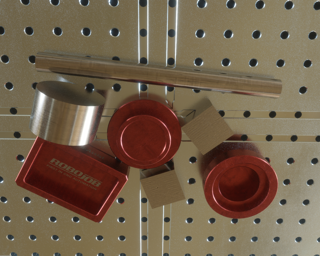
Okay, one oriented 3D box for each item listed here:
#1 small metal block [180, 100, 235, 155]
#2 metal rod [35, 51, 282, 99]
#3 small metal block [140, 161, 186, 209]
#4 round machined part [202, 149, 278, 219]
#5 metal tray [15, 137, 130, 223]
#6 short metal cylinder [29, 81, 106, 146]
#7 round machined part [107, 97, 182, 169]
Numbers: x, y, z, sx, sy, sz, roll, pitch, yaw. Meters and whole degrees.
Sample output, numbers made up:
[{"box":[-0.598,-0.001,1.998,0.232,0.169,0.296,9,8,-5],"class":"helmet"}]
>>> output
[{"box":[0.062,-0.001,0.414,0.050,0.025,0.050,-36,106,12],"class":"small metal block"},{"box":[0.001,-0.066,0.388,0.302,0.025,0.025,6,110,-3],"class":"metal rod"},{"box":[0.004,0.082,0.444,0.050,0.025,0.050,-18,109,6],"class":"small metal block"},{"box":[0.108,0.073,0.432,0.099,0.042,0.097,0,110,0],"class":"round machined part"},{"box":[-0.120,0.066,0.434,0.131,0.030,0.090,29,108,-10],"class":"metal tray"},{"box":[-0.112,-0.020,0.376,0.080,0.080,0.050,17,109,-6],"class":"short metal cylinder"},{"box":[-0.021,0.010,0.407,0.099,0.042,0.097,0,107,0],"class":"round machined part"}]
